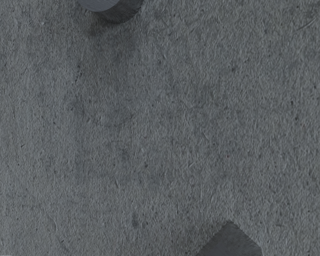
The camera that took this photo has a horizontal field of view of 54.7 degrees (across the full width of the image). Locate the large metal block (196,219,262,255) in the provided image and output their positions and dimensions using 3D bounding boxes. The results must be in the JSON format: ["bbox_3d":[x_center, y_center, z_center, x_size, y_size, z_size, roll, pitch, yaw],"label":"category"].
[{"bbox_3d":[0.068,0.162,0.356,0.050,0.080,0.080,42,103,15],"label":"large metal block"}]

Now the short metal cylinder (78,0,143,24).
[{"bbox_3d":[-0.068,-0.189,0.420,0.080,0.050,0.080,0,90,20],"label":"short metal cylinder"}]
